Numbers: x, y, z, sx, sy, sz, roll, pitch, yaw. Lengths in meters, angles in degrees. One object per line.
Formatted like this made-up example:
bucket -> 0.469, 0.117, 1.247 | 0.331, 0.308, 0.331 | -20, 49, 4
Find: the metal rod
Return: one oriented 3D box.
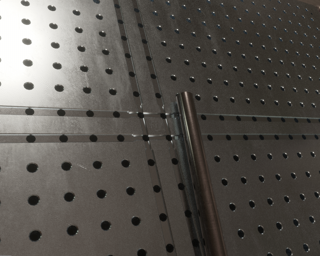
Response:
metal rod -> 0.056, 0.085, 0.388 | 0.025, 0.025, 0.299 | 6, 59, -26
